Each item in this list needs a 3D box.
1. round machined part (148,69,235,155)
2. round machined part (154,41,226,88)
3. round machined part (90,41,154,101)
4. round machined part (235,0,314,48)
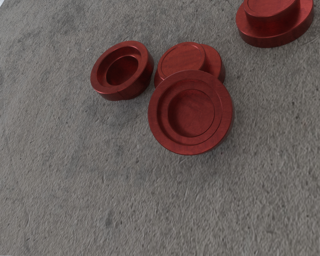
[{"bbox_3d":[0.039,-0.017,0.367,0.098,0.042,0.097,-2,85,19],"label":"round machined part"},{"bbox_3d":[0.036,-0.078,0.422,0.098,0.042,0.098,-13,56,21],"label":"round machined part"},{"bbox_3d":[-0.053,-0.081,0.471,0.098,0.042,0.098,-13,56,21],"label":"round machined part"},{"bbox_3d":[0.149,-0.158,0.412,0.098,0.042,0.098,-13,56,21],"label":"round machined part"}]
